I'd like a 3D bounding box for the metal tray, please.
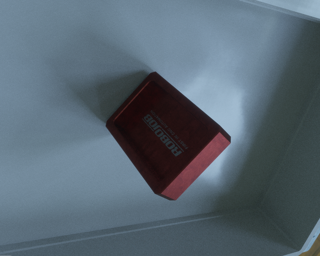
[{"bbox_3d":[0.003,0.003,0.344,0.090,0.130,0.030,-47,138,4],"label":"metal tray"}]
